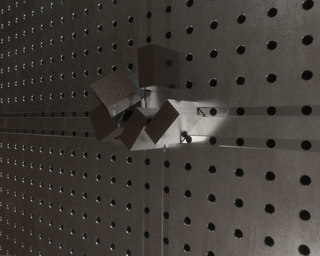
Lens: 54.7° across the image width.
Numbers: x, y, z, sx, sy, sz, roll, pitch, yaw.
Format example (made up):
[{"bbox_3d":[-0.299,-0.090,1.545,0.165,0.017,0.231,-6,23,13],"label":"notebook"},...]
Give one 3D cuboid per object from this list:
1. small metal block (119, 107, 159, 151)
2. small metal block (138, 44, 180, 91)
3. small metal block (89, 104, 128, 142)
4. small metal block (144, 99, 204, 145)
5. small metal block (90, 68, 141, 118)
[{"bbox_3d":[-0.018,0.001,0.406,0.025,0.050,0.050,45,117,30],"label":"small metal block"},{"bbox_3d":[-0.001,-0.074,0.392,0.025,0.050,0.050,-4,87,40],"label":"small metal block"},{"bbox_3d":[-0.077,-0.012,0.470,0.050,0.025,0.050,-33,70,34],"label":"small metal block"},{"bbox_3d":[0.017,-0.007,0.377,0.050,0.050,0.025,-52,60,27],"label":"small metal block"},{"bbox_3d":[-0.063,-0.050,0.441,0.050,0.025,0.050,-33,61,-14],"label":"small metal block"}]
